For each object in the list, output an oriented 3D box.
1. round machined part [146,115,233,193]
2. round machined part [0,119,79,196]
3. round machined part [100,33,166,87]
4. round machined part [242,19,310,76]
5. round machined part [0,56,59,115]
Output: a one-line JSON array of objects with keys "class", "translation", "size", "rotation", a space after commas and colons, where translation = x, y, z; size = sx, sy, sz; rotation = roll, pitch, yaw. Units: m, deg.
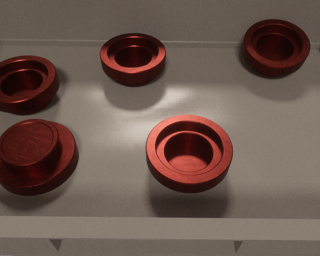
[{"class": "round machined part", "translation": [0.033, 0.034, 0.366], "size": [0.099, 0.042, 0.098], "rotation": [0, 50, 0]}, {"class": "round machined part", "translation": [-0.151, 0.027, 0.369], "size": [0.099, 0.042, 0.098], "rotation": [0, 50, 0]}, {"class": "round machined part", "translation": [-0.041, -0.101, 0.479], "size": [0.099, 0.042, 0.098], "rotation": [0, 50, 0]}, {"class": "round machined part", "translation": [0.179, -0.121, 0.489], "size": [0.099, 0.042, 0.098], "rotation": [-1, 63, 2]}, {"class": "round machined part", "translation": [-0.192, -0.056, 0.439], "size": [0.099, 0.042, 0.098], "rotation": [0, 50, 0]}]
